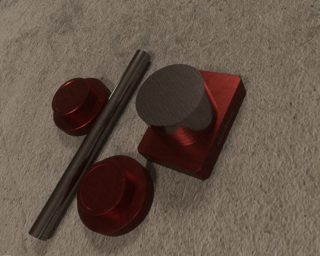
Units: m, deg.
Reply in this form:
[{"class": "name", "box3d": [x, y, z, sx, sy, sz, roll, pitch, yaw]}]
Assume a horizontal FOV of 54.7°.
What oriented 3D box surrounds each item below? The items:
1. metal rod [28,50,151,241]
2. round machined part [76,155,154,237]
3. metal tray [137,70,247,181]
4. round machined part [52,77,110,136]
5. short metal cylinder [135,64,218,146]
[{"class": "metal rod", "box3d": [-0.092, 0.012, 0.442, 0.025, 0.025, 0.300, 16, 70, 34]}, {"class": "round machined part", "box3d": [-0.061, 0.077, 0.376, 0.098, 0.042, 0.098, -13, 56, 20]}, {"class": "metal tray", "box3d": [0.040, -0.010, 0.385, 0.090, 0.030, 0.130, 16, 69, 34]}, {"class": "round machined part", "box3d": [-0.127, -0.039, 0.482, 0.098, 0.042, 0.098, -13, 56, 20]}, {"class": "short metal cylinder", "box3d": [0.020, -0.026, 0.353, 0.080, 0.050, 0.080, -13, 56, 21]}]
